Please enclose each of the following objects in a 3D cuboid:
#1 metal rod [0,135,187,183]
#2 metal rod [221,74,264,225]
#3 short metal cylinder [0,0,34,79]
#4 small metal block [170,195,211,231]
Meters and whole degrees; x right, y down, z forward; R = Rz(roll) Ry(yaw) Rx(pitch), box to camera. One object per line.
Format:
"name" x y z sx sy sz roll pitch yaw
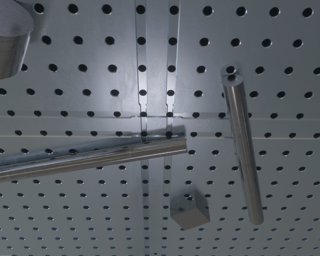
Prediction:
"metal rod" -0.111 0.048 0.450 0.301 0.025 0.025 -10 130 8
"metal rod" 0.128 0.053 0.457 0.025 0.025 0.299 -13 129 11
"short metal cylinder" -0.169 -0.091 0.296 0.080 0.080 0.050 22 127 -18
"small metal block" 0.052 0.148 0.538 0.050 0.025 0.050 -27 126 21
